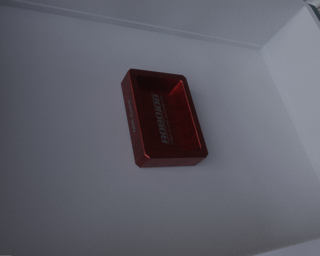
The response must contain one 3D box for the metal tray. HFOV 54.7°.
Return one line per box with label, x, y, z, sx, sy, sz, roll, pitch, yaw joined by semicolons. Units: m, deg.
metal tray;0.004;-0.014;0.411;0.091;0.030;0.130;2;61;-28
